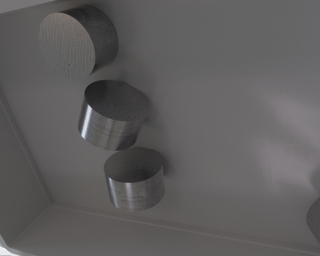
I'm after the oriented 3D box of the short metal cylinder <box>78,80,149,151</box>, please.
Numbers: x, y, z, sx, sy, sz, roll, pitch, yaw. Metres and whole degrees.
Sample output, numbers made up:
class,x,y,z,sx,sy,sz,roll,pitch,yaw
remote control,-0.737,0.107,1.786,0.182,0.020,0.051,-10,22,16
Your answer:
class,x,y,z,sx,sy,sz,roll,pitch,yaw
short metal cylinder,-0.060,-0.017,0.394,0.080,0.080,0.050,31,128,8

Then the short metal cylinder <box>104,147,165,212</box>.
class,x,y,z,sx,sy,sz,roll,pitch,yaw
short metal cylinder,-0.035,0.070,0.435,0.080,0.080,0.050,10,123,23

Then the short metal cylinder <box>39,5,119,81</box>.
class,x,y,z,sx,sy,sz,roll,pitch,yaw
short metal cylinder,-0.099,-0.105,0.380,0.080,0.050,0.079,13,124,21

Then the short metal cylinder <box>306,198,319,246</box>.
class,x,y,z,sx,sy,sz,roll,pitch,yaw
short metal cylinder,0.208,0.107,0.330,0.080,0.080,0.050,-26,104,37
